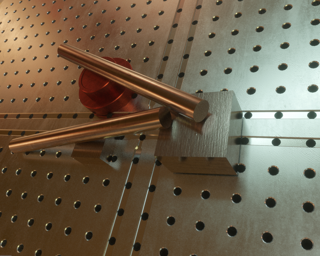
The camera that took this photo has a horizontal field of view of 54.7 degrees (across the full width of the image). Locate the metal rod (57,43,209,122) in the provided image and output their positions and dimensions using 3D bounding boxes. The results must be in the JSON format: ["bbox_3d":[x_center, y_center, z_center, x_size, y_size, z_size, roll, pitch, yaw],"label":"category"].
[{"bbox_3d":[-0.058,-0.073,0.420,0.300,0.025,0.025,29,77,40],"label":"metal rod"}]

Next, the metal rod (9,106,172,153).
[{"bbox_3d":[-0.116,0.009,0.426,0.300,0.025,0.025,-10,57,35],"label":"metal rod"}]

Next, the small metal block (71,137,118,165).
[{"bbox_3d":[-0.092,0.024,0.440,0.050,0.025,0.050,0,62,27],"label":"small metal block"}]

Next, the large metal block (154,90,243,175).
[{"bbox_3d":[0.047,0.006,0.359,0.080,0.050,0.080,-2,61,27],"label":"large metal block"}]

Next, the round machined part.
[{"bbox_3d":[-0.087,-0.073,0.485,0.098,0.042,0.098,-13,56,20],"label":"round machined part"}]
